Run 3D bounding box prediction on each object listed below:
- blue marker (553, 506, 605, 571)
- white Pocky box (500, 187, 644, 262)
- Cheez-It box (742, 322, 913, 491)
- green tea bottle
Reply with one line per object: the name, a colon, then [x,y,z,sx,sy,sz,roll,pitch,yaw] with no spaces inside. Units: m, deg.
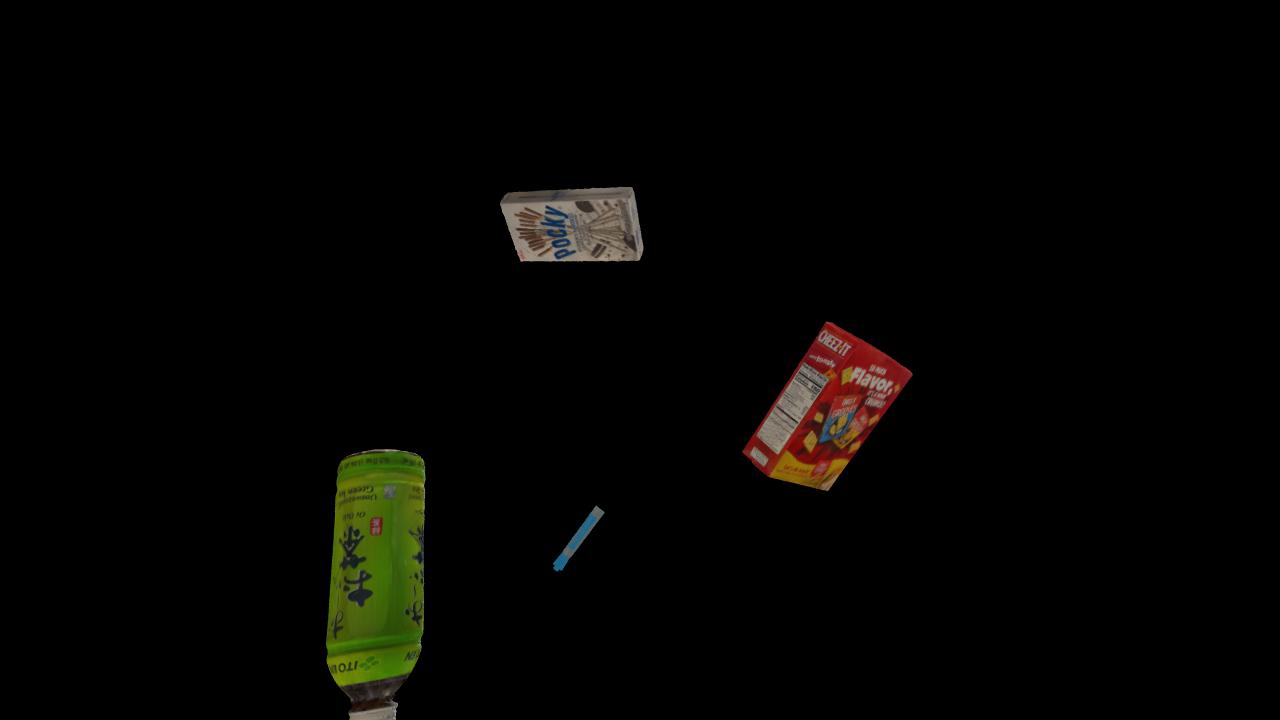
blue marker: [-0.102,0.295,1.013,0.020,0.121,0.020,36,-13,10]
white Pocky box: [-0.077,-0.154,0.710,0.154,0.084,0.028,2,45,15]
Cheez-It box: [0.269,0.074,0.883,0.166,0.223,0.071,20,16,-41]
green tea bottle: [-0.205,0.180,0.482,0.073,0.212,0.073,-7,-22,-3]
